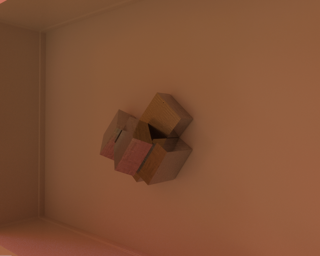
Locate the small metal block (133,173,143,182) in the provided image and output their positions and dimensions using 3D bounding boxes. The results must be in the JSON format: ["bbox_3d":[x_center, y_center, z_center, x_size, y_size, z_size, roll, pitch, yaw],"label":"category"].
[{"bbox_3d":[-0.024,0.037,0.422,0.050,0.025,0.050,50,119,28],"label":"small metal block"}]

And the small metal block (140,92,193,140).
[{"bbox_3d":[0.006,-0.010,0.398,0.050,0.025,0.050,50,119,28],"label":"small metal block"}]

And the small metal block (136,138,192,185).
[{"bbox_3d":[0.005,0.040,0.382,0.025,0.050,0.050,43,116,31],"label":"small metal block"}]

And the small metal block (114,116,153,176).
[{"bbox_3d":[-0.035,0.022,0.383,0.050,0.025,0.050,-59,23,23],"label":"small metal block"}]

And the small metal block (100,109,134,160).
[{"bbox_3d":[-0.060,0.010,0.436,0.050,0.025,0.050,-55,20,26],"label":"small metal block"}]
